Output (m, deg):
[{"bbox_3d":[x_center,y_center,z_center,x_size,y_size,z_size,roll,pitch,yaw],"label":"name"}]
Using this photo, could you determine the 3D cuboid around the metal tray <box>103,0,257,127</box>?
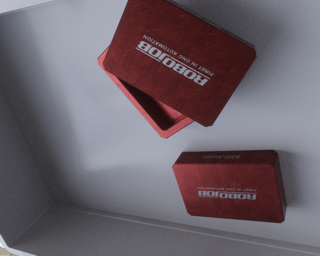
[{"bbox_3d":[0.018,-0.071,0.314,0.130,0.030,0.089,30,116,2],"label":"metal tray"}]

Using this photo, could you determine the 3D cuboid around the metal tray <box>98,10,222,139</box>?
[{"bbox_3d":[-0.002,-0.060,0.369,0.090,0.030,0.130,-35,99,38],"label":"metal tray"}]

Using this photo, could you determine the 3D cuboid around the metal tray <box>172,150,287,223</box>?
[{"bbox_3d":[0.090,0.076,0.405,0.130,0.030,0.090,-4,117,30],"label":"metal tray"}]
